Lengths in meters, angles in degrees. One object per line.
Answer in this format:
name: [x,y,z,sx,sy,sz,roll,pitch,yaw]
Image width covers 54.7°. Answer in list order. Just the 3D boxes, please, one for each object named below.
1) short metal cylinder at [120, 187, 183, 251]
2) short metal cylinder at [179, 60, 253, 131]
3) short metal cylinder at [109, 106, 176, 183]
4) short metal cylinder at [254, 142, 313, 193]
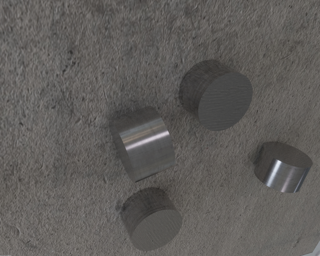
short metal cylinder: [-0.013,0.137,0.468,0.081,0.050,0.079,-14,124,-21]
short metal cylinder: [0.072,-0.043,0.403,0.081,0.050,0.079,-14,124,-21]
short metal cylinder: [-0.022,0.019,0.371,0.050,0.080,0.080,-21,127,-16]
short metal cylinder: [0.207,0.065,0.524,0.081,0.080,0.050,-1,119,-28]
